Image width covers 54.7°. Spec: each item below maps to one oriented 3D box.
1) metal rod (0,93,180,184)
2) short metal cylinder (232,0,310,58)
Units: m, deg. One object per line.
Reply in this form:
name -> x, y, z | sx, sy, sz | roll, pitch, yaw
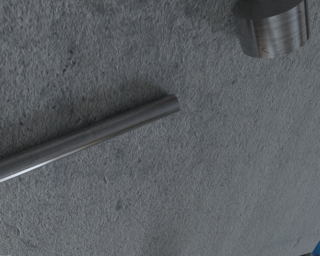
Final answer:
metal rod -> -0.115, 0.023, 0.357 | 0.302, 0.025, 0.025 | -22, 127, -15
short metal cylinder -> 0.131, -0.126, 0.365 | 0.080, 0.080, 0.050 | -33, 129, -7
